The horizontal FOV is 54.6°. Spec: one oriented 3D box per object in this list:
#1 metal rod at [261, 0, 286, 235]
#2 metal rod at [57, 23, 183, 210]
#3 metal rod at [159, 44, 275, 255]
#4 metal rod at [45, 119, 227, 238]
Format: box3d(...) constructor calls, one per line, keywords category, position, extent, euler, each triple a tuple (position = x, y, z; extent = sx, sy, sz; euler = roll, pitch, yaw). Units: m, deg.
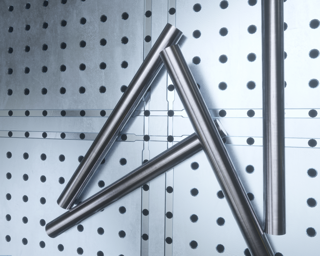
box3d(category="metal rod", position=(0.134, -0.027, 0.365), extent=(0.025, 0.025, 0.298), euler=(-1, 90, 20))
box3d(category="metal rod", position=(-0.061, -0.009, 0.434), extent=(0.025, 0.025, 0.299), euler=(37, 102, 16))
box3d(category="metal rod", position=(0.073, 0.043, 0.365), extent=(0.025, 0.025, 0.299), euler=(-24, 90, 18))
box3d(category="metal rod", position=(-0.044, 0.077, 0.428), extent=(0.300, 0.025, 0.025), euler=(-33, 79, 17))
